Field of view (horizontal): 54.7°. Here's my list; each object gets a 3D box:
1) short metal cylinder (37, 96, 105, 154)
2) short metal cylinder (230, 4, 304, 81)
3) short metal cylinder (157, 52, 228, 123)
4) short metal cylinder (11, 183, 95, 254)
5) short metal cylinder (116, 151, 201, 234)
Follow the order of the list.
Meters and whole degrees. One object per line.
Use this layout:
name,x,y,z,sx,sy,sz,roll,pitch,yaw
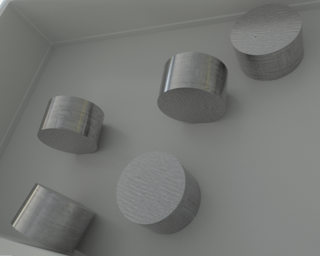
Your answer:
short metal cylinder,-0.123,-0.002,0.434,0.080,0.080,0.050,-6,59,24
short metal cylinder,0.134,-0.106,0.384,0.080,0.050,0.080,-13,56,20
short metal cylinder,0.041,-0.046,0.377,0.080,0.080,0.050,-4,60,26
short metal cylinder,-0.125,0.106,0.369,0.080,0.080,0.050,16,70,34
short metal cylinder,-0.001,0.072,0.345,0.080,0.050,0.080,-13,56,20
